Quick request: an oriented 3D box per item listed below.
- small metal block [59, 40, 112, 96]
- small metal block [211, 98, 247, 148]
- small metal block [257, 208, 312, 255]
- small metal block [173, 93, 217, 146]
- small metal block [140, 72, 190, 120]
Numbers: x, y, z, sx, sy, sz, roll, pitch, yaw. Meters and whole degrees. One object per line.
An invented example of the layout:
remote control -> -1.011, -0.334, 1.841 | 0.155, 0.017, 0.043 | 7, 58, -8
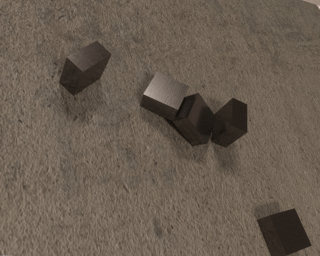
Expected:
small metal block -> -0.093, -0.074, 0.384 | 0.025, 0.050, 0.050 | 44, 51, 1
small metal block -> 0.100, -0.007, 0.448 | 0.025, 0.050, 0.050 | 22, 53, -15
small metal block -> 0.164, 0.139, 0.410 | 0.050, 0.025, 0.050 | -3, 64, -30
small metal block -> 0.049, -0.011, 0.427 | 0.050, 0.025, 0.050 | 50, 46, -27
small metal block -> 0.007, -0.044, 0.430 | 0.050, 0.025, 0.050 | 25, 52, 2
